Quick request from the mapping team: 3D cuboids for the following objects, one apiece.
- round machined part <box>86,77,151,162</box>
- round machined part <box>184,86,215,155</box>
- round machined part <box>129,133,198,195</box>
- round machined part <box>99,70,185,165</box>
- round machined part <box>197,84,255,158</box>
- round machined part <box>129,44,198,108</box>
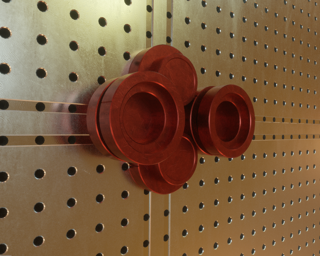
[{"bbox_3d":[-0.041,-0.010,0.362,0.099,0.042,0.097,0,90,-40],"label":"round machined part"},{"bbox_3d":[0.064,-0.010,0.449,0.099,0.042,0.097,0,90,-40],"label":"round machined part"},{"bbox_3d":[0.011,0.038,0.405,0.099,0.042,0.097,0,90,-40],"label":"round machined part"},{"bbox_3d":[-0.023,-0.011,0.336,0.099,0.042,0.097,0,90,-40],"label":"round machined part"},{"bbox_3d":[0.084,-0.009,0.425,0.099,0.042,0.097,0,90,-40],"label":"round machined part"},{"bbox_3d":[0.011,-0.060,0.406,0.099,0.042,0.097,0,90,-40],"label":"round machined part"}]
